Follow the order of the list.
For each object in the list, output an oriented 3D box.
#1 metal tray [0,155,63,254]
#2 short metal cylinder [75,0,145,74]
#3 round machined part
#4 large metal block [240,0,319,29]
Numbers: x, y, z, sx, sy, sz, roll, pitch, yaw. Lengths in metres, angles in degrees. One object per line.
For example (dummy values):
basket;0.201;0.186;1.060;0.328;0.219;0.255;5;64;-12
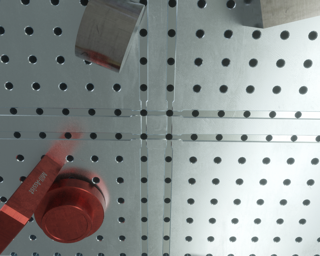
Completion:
metal tray;-0.179;0.099;0.392;0.030;0.130;0.090;39;106;-13
short metal cylinder;-0.055;-0.107;0.344;0.050;0.080;0.079;21;109;-8
round machined part;-0.130;0.125;0.444;0.099;0.042;0.097;-2;114;-4
large metal block;0.136;-0.143;0.332;0.080;0.080;0.050;-12;110;4
